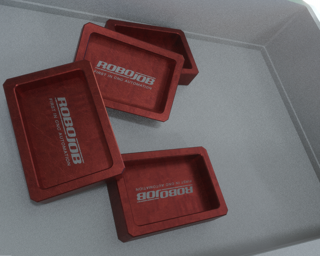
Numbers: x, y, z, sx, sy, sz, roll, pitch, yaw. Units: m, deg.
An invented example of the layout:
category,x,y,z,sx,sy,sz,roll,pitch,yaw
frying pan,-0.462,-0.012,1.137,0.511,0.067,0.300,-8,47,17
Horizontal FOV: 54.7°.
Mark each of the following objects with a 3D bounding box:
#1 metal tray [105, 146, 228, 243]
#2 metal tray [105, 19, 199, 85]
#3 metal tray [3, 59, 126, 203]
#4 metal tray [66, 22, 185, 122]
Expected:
category,x,y,z,sx,sy,sz,roll,pitch,yaw
metal tray,0.008,0.072,0.363,0.131,0.030,0.090,-3,63,-30
metal tray,-0.014,-0.111,0.464,0.131,0.030,0.090,-2,63,-30
metal tray,-0.098,0.001,0.319,0.091,0.030,0.129,-17,76,-11
metal tray,-0.043,-0.066,0.390,0.131,0.030,0.089,14,92,-21
